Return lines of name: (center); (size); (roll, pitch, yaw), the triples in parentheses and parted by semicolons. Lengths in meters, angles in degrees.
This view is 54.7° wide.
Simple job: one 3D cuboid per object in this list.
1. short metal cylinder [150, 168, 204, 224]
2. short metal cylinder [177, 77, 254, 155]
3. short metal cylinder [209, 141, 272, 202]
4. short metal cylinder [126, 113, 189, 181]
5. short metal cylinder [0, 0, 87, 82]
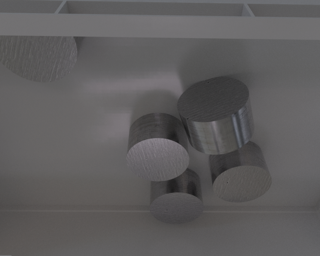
short metal cylinder: (0.025, 0.105, 0.482); (0.081, 0.050, 0.079); (0, 130, 0)
short metal cylinder: (0.065, -0.015, 0.360); (0.080, 0.080, 0.050); (-14, 129, 11)
short metal cylinder: (0.114, 0.063, 0.447); (0.081, 0.050, 0.079); (0, 130, 0)
short metal cylinder: (-0.003, 0.026, 0.415); (0.081, 0.050, 0.079); (0, 130, 0)
short metal cylinder: (-0.119, -0.093, 0.312); (0.081, 0.050, 0.079); (0, 130, 0)
